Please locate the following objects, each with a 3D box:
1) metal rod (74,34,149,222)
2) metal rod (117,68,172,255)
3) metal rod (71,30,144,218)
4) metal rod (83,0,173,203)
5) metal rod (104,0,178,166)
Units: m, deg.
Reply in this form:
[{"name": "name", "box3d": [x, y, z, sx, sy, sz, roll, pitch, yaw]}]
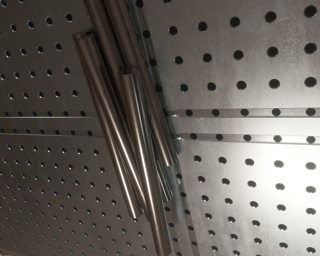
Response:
[{"name": "metal rod", "box3d": [-0.049, 0.019, 0.434, 0.025, 0.025, 0.298, -1, 122, 28]}, {"name": "metal rod", "box3d": [-0.015, 0.065, 0.424, 0.025, 0.025, 0.298, 5, 121, 25]}, {"name": "metal rod", "box3d": [-0.069, 0.011, 0.452, 0.025, 0.025, 0.298, 2, 119, 27]}, {"name": "metal rod", "box3d": [-0.036, -0.025, 0.412, 0.025, 0.025, 0.298, -4, 117, 30]}, {"name": "metal rod", "box3d": [-0.030, -0.085, 0.373, 0.025, 0.025, 0.298, -5, 116, 30]}]
